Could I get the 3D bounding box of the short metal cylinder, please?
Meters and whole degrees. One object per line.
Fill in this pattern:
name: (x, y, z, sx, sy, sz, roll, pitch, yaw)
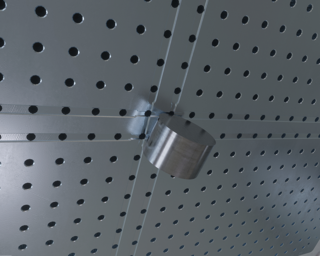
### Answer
short metal cylinder: (0.025, 0.022, 0.402, 0.081, 0.080, 0.050, 14, 111, -34)
